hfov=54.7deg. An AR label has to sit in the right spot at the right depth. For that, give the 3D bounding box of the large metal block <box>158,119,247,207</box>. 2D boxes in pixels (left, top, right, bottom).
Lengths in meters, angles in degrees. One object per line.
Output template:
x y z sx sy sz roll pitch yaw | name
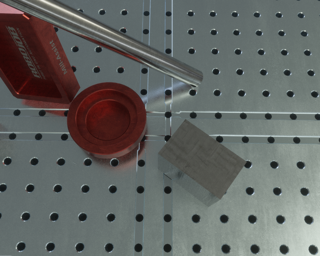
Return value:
0.045 0.045 0.367 0.080 0.080 0.050 36 74 12 | large metal block

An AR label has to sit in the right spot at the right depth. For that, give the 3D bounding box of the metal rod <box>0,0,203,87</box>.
-0.062 -0.104 0.349 0.302 0.025 0.025 16 65 -38 | metal rod

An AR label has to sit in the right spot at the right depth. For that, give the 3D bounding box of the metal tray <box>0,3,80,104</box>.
-0.162 -0.088 0.376 0.090 0.129 0.030 7 52 15 | metal tray

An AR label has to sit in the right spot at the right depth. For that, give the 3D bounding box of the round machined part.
-0.066 -0.007 0.405 0.099 0.042 0.098 0 70 -1 | round machined part
